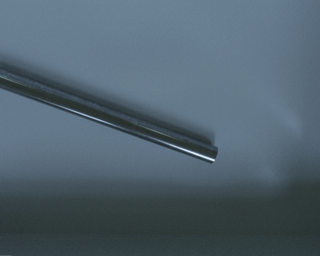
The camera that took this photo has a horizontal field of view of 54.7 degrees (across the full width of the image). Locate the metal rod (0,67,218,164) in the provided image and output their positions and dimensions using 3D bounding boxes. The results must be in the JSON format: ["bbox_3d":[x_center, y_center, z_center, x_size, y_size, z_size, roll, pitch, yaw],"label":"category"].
[{"bbox_3d":[-0.066,-0.014,0.405,0.302,0.025,0.025,20,109,-8],"label":"metal rod"}]
